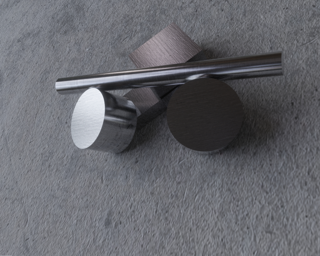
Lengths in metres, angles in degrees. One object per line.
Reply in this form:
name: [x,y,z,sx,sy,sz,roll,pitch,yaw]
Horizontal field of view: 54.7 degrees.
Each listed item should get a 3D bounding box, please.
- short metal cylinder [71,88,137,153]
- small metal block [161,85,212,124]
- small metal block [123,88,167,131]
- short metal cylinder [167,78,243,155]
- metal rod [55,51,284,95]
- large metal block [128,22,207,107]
short metal cylinder: [-0.076,-0.008,0.416,0.080,0.050,0.080,-14,69,44]
small metal block: [0.038,-0.031,0.404,0.050,0.025,0.050,-37,51,3]
small metal block: [-0.025,-0.033,0.439,0.050,0.025,0.050,-36,51,2]
short metal cylinder: [0.051,-0.011,0.351,0.080,0.050,0.080,-2,81,10]
metal rod: [-0.009,-0.063,0.382,0.300,0.025,0.025,-1,61,27]
large metal block: [0.014,-0.089,0.434,0.080,0.050,0.080,-36,51,4]
